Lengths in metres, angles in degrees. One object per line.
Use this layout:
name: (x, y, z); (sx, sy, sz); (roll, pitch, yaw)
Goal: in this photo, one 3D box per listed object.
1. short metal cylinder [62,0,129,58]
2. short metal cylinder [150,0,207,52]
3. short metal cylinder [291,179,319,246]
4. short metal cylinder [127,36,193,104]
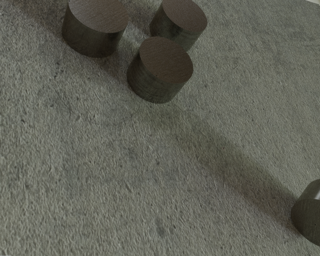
short metal cylinder: (-0.090, -0.144, 0.427); (0.081, 0.050, 0.080); (14, 56, -21)
short metal cylinder: (0.030, -0.170, 0.507); (0.081, 0.050, 0.080); (14, 56, -21)
short metal cylinder: (0.228, 0.116, 0.420); (0.050, 0.080, 0.080); (-32, 80, -38)
short metal cylinder: (-0.001, -0.081, 0.437); (0.081, 0.050, 0.080); (14, 56, -21)
